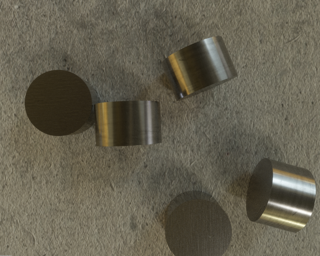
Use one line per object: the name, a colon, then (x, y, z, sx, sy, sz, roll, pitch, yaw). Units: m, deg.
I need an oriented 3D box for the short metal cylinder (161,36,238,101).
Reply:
short metal cylinder: (0.048, -0.072, 0.383, 0.080, 0.080, 0.050, -22, 90, 0)

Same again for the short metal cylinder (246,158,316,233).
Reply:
short metal cylinder: (0.146, 0.082, 0.383, 0.050, 0.080, 0.080, 16, 90, 0)

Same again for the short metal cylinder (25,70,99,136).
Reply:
short metal cylinder: (-0.122, -0.030, 0.396, 0.081, 0.050, 0.080, 0, 90, 0)

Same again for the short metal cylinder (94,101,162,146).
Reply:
short metal cylinder: (-0.039, -0.005, 0.382, 0.081, 0.080, 0.050, -3, 90, 0)

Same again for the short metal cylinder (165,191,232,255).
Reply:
short metal cylinder: (0.046, 0.125, 0.398, 0.081, 0.050, 0.080, 0, 90, 0)
